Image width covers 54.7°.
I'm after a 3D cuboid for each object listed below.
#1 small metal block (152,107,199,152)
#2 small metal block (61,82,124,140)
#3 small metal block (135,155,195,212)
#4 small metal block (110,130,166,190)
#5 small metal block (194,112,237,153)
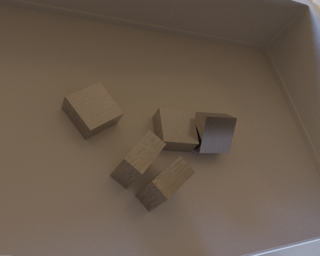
[{"bbox_3d":[0.020,0.003,0.413,0.050,0.025,0.050,6,59,-23],"label":"small metal block"},{"bbox_3d":[-0.081,-0.021,0.375,0.050,0.025,0.050,-32,79,-38],"label":"small metal block"},{"bbox_3d":[0.005,0.064,0.353,0.025,0.050,0.050,48,51,5],"label":"small metal block"},{"bbox_3d":[-0.025,0.036,0.353,0.025,0.050,0.050,41,51,-1],"label":"small metal block"},{"bbox_3d":[0.072,0.006,0.423,0.050,0.025,0.050,2,106,-28],"label":"small metal block"}]
